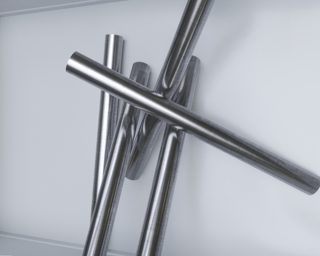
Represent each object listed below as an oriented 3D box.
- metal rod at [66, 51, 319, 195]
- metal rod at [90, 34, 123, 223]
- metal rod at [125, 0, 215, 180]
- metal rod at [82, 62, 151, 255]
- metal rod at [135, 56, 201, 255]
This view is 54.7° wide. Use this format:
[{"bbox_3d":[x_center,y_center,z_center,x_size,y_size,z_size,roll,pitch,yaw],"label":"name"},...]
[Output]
[{"bbox_3d":[0.039,-0.003,0.341,0.301,0.025,0.025,27,100,-4],"label":"metal rod"},{"bbox_3d":[-0.077,0.021,0.437,0.025,0.025,0.298,6,92,20],"label":"metal rod"},{"bbox_3d":[0.011,-0.055,0.349,0.025,0.025,0.298,33,123,17],"label":"metal rod"},{"bbox_3d":[-0.053,0.053,0.364,0.025,0.025,0.299,3,66,20],"label":"metal rod"},{"bbox_3d":[0.007,0.049,0.344,0.025,0.025,0.299,5,67,20],"label":"metal rod"}]
